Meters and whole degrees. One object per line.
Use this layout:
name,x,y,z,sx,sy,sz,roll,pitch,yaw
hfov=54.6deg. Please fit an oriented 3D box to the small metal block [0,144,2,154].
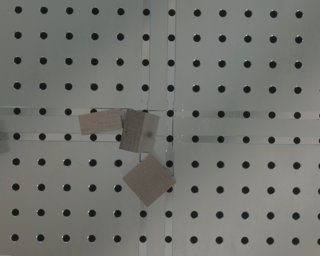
small metal block,-0.246,0.017,0.412,0.050,0.025,0.050,-14,90,0

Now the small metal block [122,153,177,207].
small metal block,-0.014,0.068,0.413,0.050,0.025,0.050,-41,90,0

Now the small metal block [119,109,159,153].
small metal block,-0.025,0.005,0.398,0.025,0.050,0.050,11,90,19

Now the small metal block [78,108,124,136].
small metal block,-0.072,-0.008,0.400,0.050,0.050,0.025,-10,90,0
